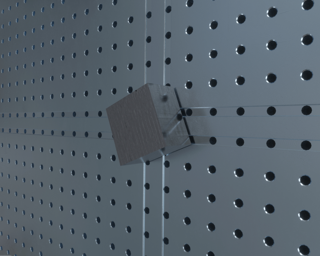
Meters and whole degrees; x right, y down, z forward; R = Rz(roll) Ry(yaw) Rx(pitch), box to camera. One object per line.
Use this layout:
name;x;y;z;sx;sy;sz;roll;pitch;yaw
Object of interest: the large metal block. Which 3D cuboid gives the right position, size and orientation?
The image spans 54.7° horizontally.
large metal block;-0.017;-0.003;0.401;0.080;0.050;0.080;-26;74;36
